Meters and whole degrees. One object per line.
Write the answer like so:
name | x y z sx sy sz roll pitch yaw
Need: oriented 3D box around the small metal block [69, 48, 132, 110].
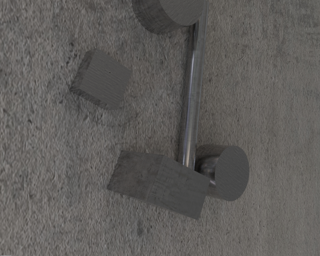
small metal block | -0.066 -0.053 0.349 0.050 0.025 0.050 30 71 -36

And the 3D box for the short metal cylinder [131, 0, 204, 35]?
short metal cylinder | 0.010 -0.166 0.397 0.081 0.050 0.079 0 90 -40

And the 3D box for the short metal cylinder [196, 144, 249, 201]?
short metal cylinder | 0.089 0.065 0.463 0.081 0.050 0.079 0 90 -40

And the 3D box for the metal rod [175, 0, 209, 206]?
metal rod | 0.045 -0.035 0.442 0.025 0.025 0.298 9 84 -40

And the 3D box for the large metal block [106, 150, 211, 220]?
large metal block | -0.002 0.067 0.368 0.080 0.080 0.050 30 71 -36
